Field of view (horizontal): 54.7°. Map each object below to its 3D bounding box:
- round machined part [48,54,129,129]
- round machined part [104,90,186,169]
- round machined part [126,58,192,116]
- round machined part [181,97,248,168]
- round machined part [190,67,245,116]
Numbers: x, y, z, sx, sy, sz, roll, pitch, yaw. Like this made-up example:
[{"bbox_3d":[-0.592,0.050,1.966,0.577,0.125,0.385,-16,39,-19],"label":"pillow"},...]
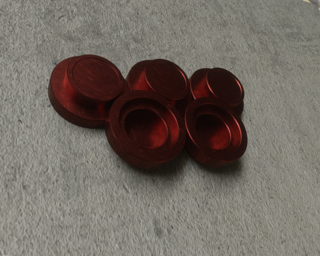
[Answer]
[{"bbox_3d":[-0.084,-0.052,0.382,0.099,0.042,0.098,14,56,-21],"label":"round machined part"},{"bbox_3d":[-0.021,0.005,0.381,0.099,0.042,0.098,14,56,-21],"label":"round machined part"},{"bbox_3d":[0.002,-0.057,0.432,0.099,0.042,0.098,14,56,-21],"label":"round machined part"},{"bbox_3d":[0.068,0.009,0.427,0.099,0.042,0.098,14,56,-21],"label":"round machined part"},{"bbox_3d":[0.090,-0.054,0.478,0.099,0.042,0.098,14,56,-21],"label":"round machined part"}]
